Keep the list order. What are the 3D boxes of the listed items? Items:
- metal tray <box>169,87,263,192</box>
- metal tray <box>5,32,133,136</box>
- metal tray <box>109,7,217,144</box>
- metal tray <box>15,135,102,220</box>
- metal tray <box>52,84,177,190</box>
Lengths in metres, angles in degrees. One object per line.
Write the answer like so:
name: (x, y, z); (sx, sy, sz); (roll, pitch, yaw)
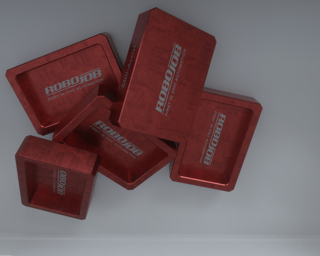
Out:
metal tray: (0.070, 0.016, 0.414); (0.091, 0.030, 0.129); (12, 110, -5)
metal tray: (-0.108, -0.054, 0.385); (0.131, 0.030, 0.090); (-19, 109, 6)
metal tray: (0.005, -0.055, 0.350); (0.091, 0.030, 0.129); (16, 91, -30)
metal tray: (-0.131, 0.070, 0.400); (0.091, 0.030, 0.129); (16, 138, -6)
metal tray: (-0.053, 0.017, 0.389); (0.090, 0.030, 0.130); (-40, 121, 20)
